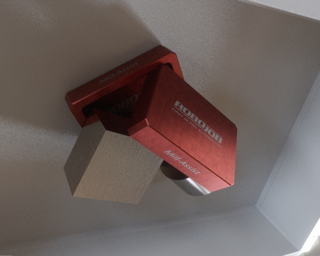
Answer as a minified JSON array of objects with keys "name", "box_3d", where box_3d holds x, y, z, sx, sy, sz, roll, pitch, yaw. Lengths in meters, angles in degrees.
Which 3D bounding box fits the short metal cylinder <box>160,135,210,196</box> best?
[{"name":"short metal cylinder","box_3d":[0.047,0.047,0.428,0.080,0.080,0.050,-43,130,1]}]

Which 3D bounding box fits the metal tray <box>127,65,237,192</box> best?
[{"name":"metal tray","box_3d":[0.033,0.002,0.347,0.130,0.090,0.030,37,136,-25]}]

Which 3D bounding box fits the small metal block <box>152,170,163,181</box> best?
[{"name":"small metal block","box_3d":[-0.029,0.052,0.425,0.050,0.025,0.050,-26,128,-13]}]

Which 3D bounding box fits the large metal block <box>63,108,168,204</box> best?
[{"name":"large metal block","box_3d":[-0.049,0.033,0.344,0.081,0.050,0.080,18,109,-36]}]

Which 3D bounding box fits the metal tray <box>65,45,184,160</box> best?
[{"name":"metal tray","box_3d":[-0.032,-0.029,0.369,0.131,0.030,0.090,-30,129,-10]}]
